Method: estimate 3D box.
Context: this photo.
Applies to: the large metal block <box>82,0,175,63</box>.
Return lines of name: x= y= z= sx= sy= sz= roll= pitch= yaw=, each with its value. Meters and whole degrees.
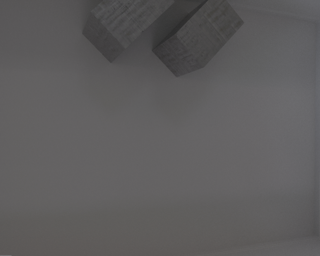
large metal block: x=-0.041 y=-0.129 z=0.366 sx=0.050 sy=0.080 sz=0.080 roll=46 pitch=76 yaw=-15

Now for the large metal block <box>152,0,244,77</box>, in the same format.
large metal block: x=0.046 y=-0.116 z=0.398 sx=0.050 sy=0.080 sz=0.080 roll=45 pitch=76 yaw=-15
